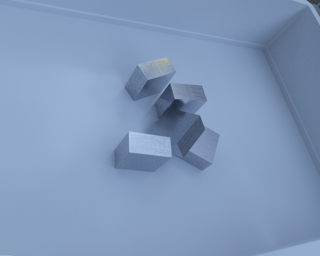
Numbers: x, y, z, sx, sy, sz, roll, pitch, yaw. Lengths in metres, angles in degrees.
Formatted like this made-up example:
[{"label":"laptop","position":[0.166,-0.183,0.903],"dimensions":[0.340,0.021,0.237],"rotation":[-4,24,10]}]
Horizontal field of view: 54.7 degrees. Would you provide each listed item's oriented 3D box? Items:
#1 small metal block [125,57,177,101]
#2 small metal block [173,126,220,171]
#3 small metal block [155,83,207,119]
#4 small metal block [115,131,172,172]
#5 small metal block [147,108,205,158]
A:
[{"label":"small metal block","position":[-0.014,-0.066,0.422],"dimensions":[0.050,0.050,0.025],"rotation":[-23,75,-36]},{"label":"small metal block","position":[0.048,0.021,0.418],"dimensions":[0.050,0.025,0.050],"rotation":[30,52,-10]},{"label":"small metal block","position":[0.028,-0.035,0.426],"dimensions":[0.050,0.050,0.025],"rotation":[1,61,-28]},{"label":"small metal block","position":[-0.021,0.029,0.360],"dimensions":[0.050,0.050,0.025],"rotation":[9,60,-23]},{"label":"small metal block","position":[0.020,0.005,0.389],"dimensions":[0.050,0.050,0.025],"rotation":[-49,134,-27]}]
